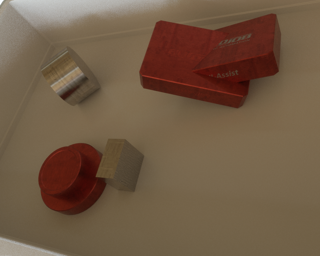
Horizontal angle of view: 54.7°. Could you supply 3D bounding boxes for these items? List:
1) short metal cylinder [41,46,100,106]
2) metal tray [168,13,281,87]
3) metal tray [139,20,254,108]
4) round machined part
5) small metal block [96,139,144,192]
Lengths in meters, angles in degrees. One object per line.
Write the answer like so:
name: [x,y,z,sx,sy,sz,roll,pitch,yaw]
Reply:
short metal cylinder: [-0.141,-0.082,0.492,0.050,0.080,0.080,-36,52,4]
metal tray: [0.081,-0.093,0.393,0.130,0.030,0.090,-8,42,30]
metal tray: [0.049,-0.083,0.394,0.131,0.030,0.090,13,66,6]
round machined part: [-0.123,0.064,0.418,0.098,0.042,0.098,-13,56,20]
small metal block: [-0.048,0.047,0.385,0.025,0.050,0.050,0,62,28]
